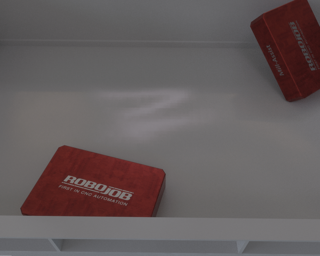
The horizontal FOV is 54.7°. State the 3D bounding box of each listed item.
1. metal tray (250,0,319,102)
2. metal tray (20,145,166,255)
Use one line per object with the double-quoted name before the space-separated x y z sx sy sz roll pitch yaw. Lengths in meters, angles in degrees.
"metal tray" 0.199 -0.114 0.452 0.091 0.030 0.130 -28 93 -21
"metal tray" -0.068 0.075 0.338 0.131 0.030 0.090 13 51 10
